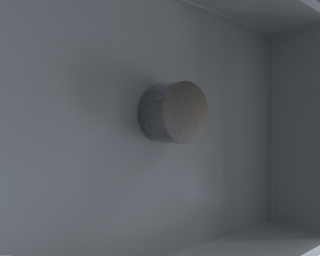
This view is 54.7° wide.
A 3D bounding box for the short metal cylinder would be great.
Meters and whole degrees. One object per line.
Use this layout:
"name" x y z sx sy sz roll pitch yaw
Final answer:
"short metal cylinder" 0.018 -0.020 0.407 0.081 0.050 0.079 0 90 -40
